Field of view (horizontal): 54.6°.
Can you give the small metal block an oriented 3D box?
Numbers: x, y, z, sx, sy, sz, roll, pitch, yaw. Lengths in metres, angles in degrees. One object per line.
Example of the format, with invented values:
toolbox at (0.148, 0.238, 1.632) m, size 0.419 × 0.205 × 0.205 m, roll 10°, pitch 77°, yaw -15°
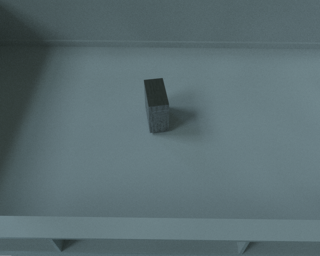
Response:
small metal block at (-0.005, -0.030, 0.409) m, size 0.025 × 0.050 × 0.050 m, roll -7°, pitch 50°, yaw -5°
